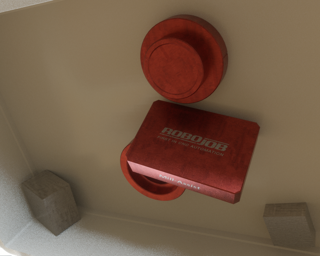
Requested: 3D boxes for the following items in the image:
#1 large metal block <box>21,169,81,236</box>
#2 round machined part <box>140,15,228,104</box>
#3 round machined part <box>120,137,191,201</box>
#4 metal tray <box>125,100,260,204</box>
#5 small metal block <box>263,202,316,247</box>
[{"bbox_3d":[-0.196,0.132,0.559,0.080,0.050,0.079,17,126,41],"label":"large metal block"},{"bbox_3d":[0.022,-0.071,0.342,0.098,0.042,0.097,13,124,20],"label":"round machined part"},{"bbox_3d":[-0.002,0.049,0.428,0.098,0.042,0.097,13,124,20],"label":"round machined part"},{"bbox_3d":[0.038,0.023,0.356,0.130,0.090,0.030,15,150,19],"label":"metal tray"},{"bbox_3d":[0.167,0.124,0.398,0.050,0.025,0.050,-12,112,33],"label":"small metal block"}]
